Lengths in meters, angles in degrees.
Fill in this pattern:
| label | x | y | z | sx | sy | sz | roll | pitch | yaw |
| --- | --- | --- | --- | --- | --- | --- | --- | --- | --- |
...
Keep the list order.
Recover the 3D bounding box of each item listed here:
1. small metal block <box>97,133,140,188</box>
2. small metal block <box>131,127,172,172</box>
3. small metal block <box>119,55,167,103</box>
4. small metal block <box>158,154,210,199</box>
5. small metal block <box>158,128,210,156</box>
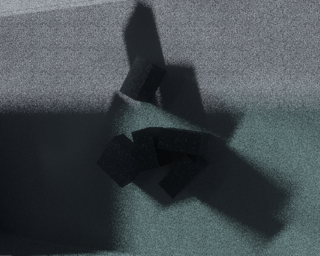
| label | x | y | z | sx | sy | sz | roll | pitch | yaw |
| --- | --- | --- | --- | --- | --- | --- | --- | --- | --- |
| small metal block | -0.051 | 0.044 | 0.421 | 0.050 | 0.025 | 0.050 | 42 | 117 | 15 |
| small metal block | -0.010 | 0.026 | 0.400 | 0.025 | 0.050 | 0.050 | -16 | 85 | 18 |
| small metal block | -0.021 | -0.062 | 0.404 | 0.025 | 0.050 | 0.050 | 30 | 100 | 17 |
| small metal block | 0.031 | 0.057 | 0.386 | 0.025 | 0.050 | 0.050 | 45 | 104 | 14 |
| small metal block | 0.031 | 0.016 | 0.386 | 0.050 | 0.050 | 0.025 | 9 | 93 | 19 |
